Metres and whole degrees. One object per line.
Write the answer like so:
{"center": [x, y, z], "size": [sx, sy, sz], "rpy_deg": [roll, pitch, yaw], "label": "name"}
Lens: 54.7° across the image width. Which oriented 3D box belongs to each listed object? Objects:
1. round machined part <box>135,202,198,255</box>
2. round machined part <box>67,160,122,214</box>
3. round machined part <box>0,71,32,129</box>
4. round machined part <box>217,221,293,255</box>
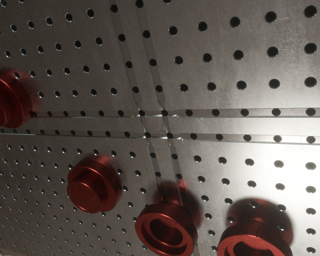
{"center": [0.013, 0.157, 0.489], "size": [0.098, 0.042, 0.097], "rpy_deg": [13, 124, 20], "label": "round machined part"}
{"center": [-0.117, 0.106, 0.525], "size": [0.098, 0.042, 0.097], "rpy_deg": [13, 124, 20], "label": "round machined part"}
{"center": [-0.265, -0.041, 0.512], "size": [0.098, 0.042, 0.097], "rpy_deg": [13, 124, 20], "label": "round machined part"}
{"center": [0.134, 0.170, 0.435], "size": [0.098, 0.042, 0.097], "rpy_deg": [13, 124, 20], "label": "round machined part"}
